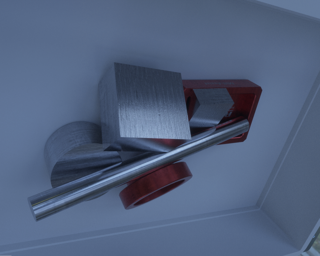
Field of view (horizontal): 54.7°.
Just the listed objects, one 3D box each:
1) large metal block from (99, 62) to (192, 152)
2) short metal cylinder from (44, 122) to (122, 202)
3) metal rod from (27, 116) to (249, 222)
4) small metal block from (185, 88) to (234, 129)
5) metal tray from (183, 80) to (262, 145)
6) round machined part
[{"bbox_3d":[-0.018,-0.019,0.341,0.081,0.080,0.050,3,159,-29],"label":"large metal block"},{"bbox_3d":[-0.091,0.039,0.365,0.081,0.050,0.079,-14,125,-21],"label":"short metal cylinder"},{"bbox_3d":[-0.001,0.037,0.377,0.302,0.025,0.025,-19,127,-31],"label":"metal rod"},{"bbox_3d":[0.058,-0.025,0.397,0.050,0.025,0.050,-5,147,-26],"label":"small metal block"},{"bbox_3d":[0.073,-0.020,0.432,0.131,0.030,0.089,-5,121,-27],"label":"metal tray"},{"bbox_3d":[-0.010,0.068,0.413,0.099,0.042,0.098,-25,164,-8],"label":"round machined part"}]
